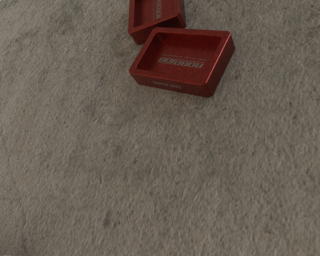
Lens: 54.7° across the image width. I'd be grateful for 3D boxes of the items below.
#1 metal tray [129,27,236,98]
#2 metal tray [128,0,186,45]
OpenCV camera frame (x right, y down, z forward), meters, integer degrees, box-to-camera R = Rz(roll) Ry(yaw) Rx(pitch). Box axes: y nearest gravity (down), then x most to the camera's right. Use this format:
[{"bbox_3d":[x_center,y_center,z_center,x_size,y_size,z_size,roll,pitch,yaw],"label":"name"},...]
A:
[{"bbox_3d":[0.029,-0.098,0.444,0.130,0.030,0.090,16,70,34],"label":"metal tray"},{"bbox_3d":[-0.006,-0.210,0.531,0.090,0.030,0.130,-14,56,20],"label":"metal tray"}]
